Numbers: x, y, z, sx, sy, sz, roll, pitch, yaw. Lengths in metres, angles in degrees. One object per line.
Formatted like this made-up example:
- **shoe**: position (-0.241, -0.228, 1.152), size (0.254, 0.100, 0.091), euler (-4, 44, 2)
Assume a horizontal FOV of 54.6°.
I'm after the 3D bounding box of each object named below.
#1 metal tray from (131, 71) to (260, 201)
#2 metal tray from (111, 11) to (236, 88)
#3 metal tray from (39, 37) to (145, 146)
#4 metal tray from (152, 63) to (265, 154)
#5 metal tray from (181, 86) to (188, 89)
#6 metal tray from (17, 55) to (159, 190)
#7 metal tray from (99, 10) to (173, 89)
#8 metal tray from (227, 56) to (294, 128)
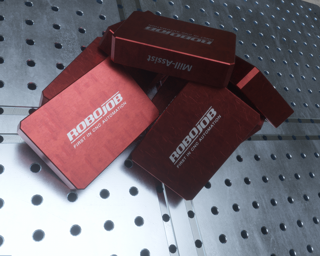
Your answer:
- **metal tray**: position (0.040, 0.008, 0.364), size (0.090, 0.130, 0.030), euler (38, 9, -4)
- **metal tray**: position (0.019, -0.095, 0.360), size (0.131, 0.030, 0.090), euler (14, 39, 4)
- **metal tray**: position (-0.075, -0.050, 0.394), size (0.090, 0.030, 0.130), euler (34, 51, -6)
- **metal tray**: position (0.063, -0.028, 0.417), size (0.130, 0.090, 0.030), euler (38, 52, -2)
- **metal tray**: position (0.082, -0.073, 0.465), size (0.131, 0.030, 0.090), euler (23, 50, -39)
- **metal tray**: position (-0.073, -0.008, 0.341), size (0.131, 0.030, 0.090), euler (-45, 104, -28)
- **metal tray**: position (-0.015, -0.117, 0.443), size (0.090, 0.030, 0.131), euler (41, 37, -2)
- **metal tray**: position (0.113, -0.062, 0.422), size (0.090, 0.030, 0.130), euler (39, 12, -29)
